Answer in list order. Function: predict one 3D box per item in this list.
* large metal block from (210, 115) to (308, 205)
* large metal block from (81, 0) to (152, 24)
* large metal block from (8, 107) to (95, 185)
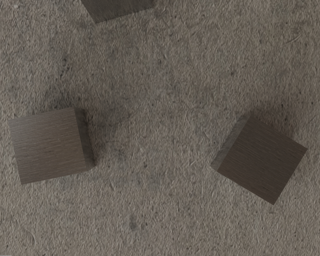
[{"bbox_3d":[0.123,0.039,0.398,0.080,0.050,0.080,31,90,0],"label":"large metal block"},{"bbox_3d":[-0.056,-0.177,0.382,0.080,0.080,0.050,-16,90,0],"label":"large metal block"},{"bbox_3d":[-0.135,0.021,0.396,0.080,0.050,0.080,-11,90,0],"label":"large metal block"}]
